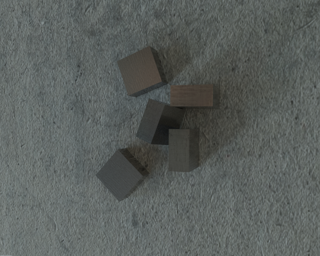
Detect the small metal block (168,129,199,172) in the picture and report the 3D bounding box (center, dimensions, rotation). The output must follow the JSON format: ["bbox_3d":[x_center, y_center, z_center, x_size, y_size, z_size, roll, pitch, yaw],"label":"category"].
[{"bbox_3d":[0.031,0.026,0.385,0.025,0.050,0.050,1,90,20],"label":"small metal block"}]

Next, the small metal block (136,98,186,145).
[{"bbox_3d":[0.002,-0.006,0.392,0.025,0.050,0.050,25,99,33],"label":"small metal block"}]

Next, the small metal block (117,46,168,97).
[{"bbox_3d":[-0.023,-0.075,0.417,0.050,0.025,0.050,-21,83,18],"label":"small metal block"}]

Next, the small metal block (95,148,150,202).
[{"bbox_3d":[-0.051,0.064,0.427,0.050,0.025,0.050,45,104,14],"label":"small metal block"}]

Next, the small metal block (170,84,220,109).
[{"bbox_3d":[0.044,-0.037,0.380,0.050,0.050,0.025,1,90,20],"label":"small metal block"}]
